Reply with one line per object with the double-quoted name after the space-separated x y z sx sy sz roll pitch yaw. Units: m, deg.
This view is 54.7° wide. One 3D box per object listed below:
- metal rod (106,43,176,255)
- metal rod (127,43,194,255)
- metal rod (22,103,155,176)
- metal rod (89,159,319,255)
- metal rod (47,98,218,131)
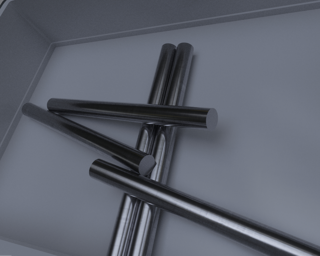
-0.016 0.013 0.401 0.025 0.025 0.300 -1 61 27 "metal rod"
0.006 0.015 0.388 0.025 0.025 0.300 -1 61 27 "metal rod"
-0.123 0.005 0.447 0.300 0.025 0.025 19 72 40 "metal rod"
0.051 0.087 0.301 0.300 0.025 0.025 17 70 28 "metal rod"
-0.061 -0.023 0.423 0.300 0.025 0.025 7 65 38 "metal rod"
